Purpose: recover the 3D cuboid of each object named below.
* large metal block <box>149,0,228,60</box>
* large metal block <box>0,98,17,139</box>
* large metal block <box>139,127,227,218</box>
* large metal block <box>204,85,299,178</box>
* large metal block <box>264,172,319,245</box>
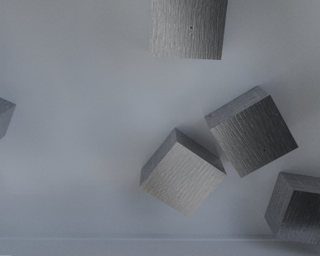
[{"bbox_3d":[0.030,-0.123,0.353,0.081,0.050,0.079,2,110,-2],"label":"large metal block"},{"bbox_3d":[-0.237,-0.013,0.374,0.080,0.080,0.050,25,108,-9],"label":"large metal block"},{"bbox_3d":[0.029,0.060,0.421,0.080,0.050,0.080,34,106,-12],"label":"large metal block"},{"bbox_3d":[0.116,0.004,0.401,0.080,0.050,0.080,-31,108,10],"label":"large metal block"},{"bbox_3d":[0.207,0.115,0.443,0.081,0.050,0.079,9,110,-4],"label":"large metal block"}]
